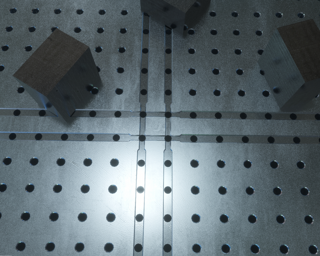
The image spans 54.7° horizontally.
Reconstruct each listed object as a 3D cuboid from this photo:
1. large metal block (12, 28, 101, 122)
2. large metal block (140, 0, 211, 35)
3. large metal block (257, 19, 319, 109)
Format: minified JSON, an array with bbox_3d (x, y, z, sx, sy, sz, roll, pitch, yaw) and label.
[{"bbox_3d":[-0.129,-0.066,0.405,0.050,0.080,0.080,31,73,10],"label":"large metal block"},{"bbox_3d":[0.026,-0.204,0.473,0.080,0.050,0.080,34,73,11],"label":"large metal block"},{"bbox_3d":[0.182,-0.083,0.415,0.050,0.080,0.080,-16,71,-6],"label":"large metal block"}]
